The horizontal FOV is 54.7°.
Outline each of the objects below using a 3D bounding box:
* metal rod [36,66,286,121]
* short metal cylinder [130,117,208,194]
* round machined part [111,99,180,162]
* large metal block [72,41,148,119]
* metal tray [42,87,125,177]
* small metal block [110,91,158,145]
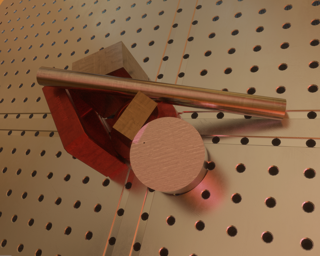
[{"bbox_3d":[-0.007,-0.044,0.376,0.301,0.025,0.025,9,65,10],"label":"metal rod"},{"bbox_3d":[0.012,0.033,0.349,0.080,0.050,0.080,-3,74,12],"label":"short metal cylinder"},{"bbox_3d":[-0.024,-0.003,0.414,0.098,0.042,0.098,-13,56,20],"label":"round machined part"},{"bbox_3d":[-0.069,-0.066,0.446,0.080,0.080,0.050,-19,55,16],"label":"large metal block"},{"bbox_3d":[-0.105,-0.003,0.421,0.030,0.090,0.130,-38,51,3],"label":"metal tray"},{"bbox_3d":[-0.031,-0.010,0.357,0.025,0.050,0.050,35,76,-5],"label":"small metal block"}]
